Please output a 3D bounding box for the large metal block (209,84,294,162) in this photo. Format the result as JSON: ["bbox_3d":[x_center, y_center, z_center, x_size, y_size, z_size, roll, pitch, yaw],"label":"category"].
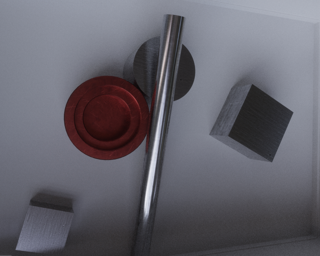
[{"bbox_3d":[0.132,-0.006,0.448,0.080,0.050,0.080,30,80,-18],"label":"large metal block"}]

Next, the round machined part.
[{"bbox_3d":[-0.065,-0.013,0.376,0.099,0.042,0.097,-1,93,-18],"label":"round machined part"}]

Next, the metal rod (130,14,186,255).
[{"bbox_3d":[-0.005,0.022,0.371,0.025,0.025,0.298,4,103,-20],"label":"metal rod"}]

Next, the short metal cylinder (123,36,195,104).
[{"bbox_3d":[-0.002,-0.071,0.397,0.081,0.050,0.079,0,90,-21],"label":"short metal cylinder"}]

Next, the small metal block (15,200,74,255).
[{"bbox_3d":[-0.134,0.116,0.362,0.050,0.025,0.050,17,84,-20],"label":"small metal block"}]
